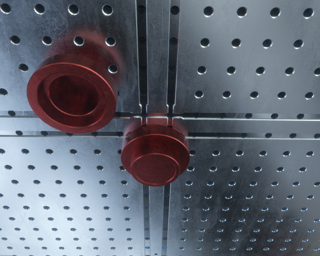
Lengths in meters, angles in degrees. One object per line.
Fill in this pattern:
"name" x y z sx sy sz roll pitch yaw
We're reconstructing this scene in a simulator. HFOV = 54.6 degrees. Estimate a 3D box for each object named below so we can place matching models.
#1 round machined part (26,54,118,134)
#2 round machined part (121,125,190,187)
"round machined part" -0.099 -0.043 0.363 0.099 0.042 0.097 0 130 0
"round machined part" -0.006 0.046 0.439 0.099 0.042 0.097 0 130 0
